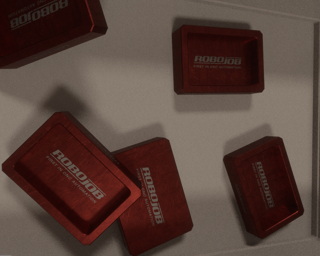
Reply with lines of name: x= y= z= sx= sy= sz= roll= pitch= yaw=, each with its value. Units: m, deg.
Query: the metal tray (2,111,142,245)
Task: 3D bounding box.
metal tray: x=-0.095 y=0.056 z=0.351 sx=0.090 sy=0.030 sz=0.130 roll=-44 pitch=96 yaw=1

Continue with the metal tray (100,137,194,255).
metal tray: x=-0.017 y=0.086 z=0.403 sx=0.091 sy=0.030 sz=0.129 roll=-18 pitch=96 yaw=-20

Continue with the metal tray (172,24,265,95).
metal tray: x=0.084 y=-0.094 z=0.440 sx=0.131 sy=0.030 sz=0.089 roll=-3 pitch=91 yaw=-21

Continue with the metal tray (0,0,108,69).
metal tray: x=-0.128 y=-0.122 z=0.320 sx=0.130 sy=0.030 sz=0.089 roll=-14 pitch=97 yaw=19

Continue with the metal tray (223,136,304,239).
metal tray: x=0.158 y=0.087 z=0.468 sx=0.091 sy=0.030 sz=0.129 roll=-22 pitch=98 yaw=-19
